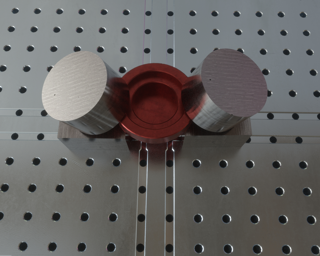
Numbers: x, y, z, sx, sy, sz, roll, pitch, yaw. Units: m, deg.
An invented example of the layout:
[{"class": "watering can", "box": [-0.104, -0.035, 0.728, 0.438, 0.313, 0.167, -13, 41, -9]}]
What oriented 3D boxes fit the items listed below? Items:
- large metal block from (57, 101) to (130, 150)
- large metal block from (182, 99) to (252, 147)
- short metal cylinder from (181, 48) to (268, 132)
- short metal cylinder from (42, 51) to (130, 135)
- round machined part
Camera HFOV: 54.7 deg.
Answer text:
[{"class": "large metal block", "box": [-0.081, -0.017, 0.404, 0.080, 0.050, 0.080, 1, 70, 0]}, {"class": "large metal block", "box": [0.069, -0.020, 0.406, 0.081, 0.050, 0.080, -1, 70, -1]}, {"class": "short metal cylinder", "box": [0.071, -0.041, 0.347, 0.081, 0.050, 0.080, 7, 68, -19]}, {"class": "short metal cylinder", "box": [-0.081, -0.038, 0.345, 0.080, 0.050, 0.080, -7, 70, 20]}, {"class": "round machined part", "box": [-0.006, -0.027, 0.381, 0.099, 0.042, 0.098, 0, 70, 0]}]
